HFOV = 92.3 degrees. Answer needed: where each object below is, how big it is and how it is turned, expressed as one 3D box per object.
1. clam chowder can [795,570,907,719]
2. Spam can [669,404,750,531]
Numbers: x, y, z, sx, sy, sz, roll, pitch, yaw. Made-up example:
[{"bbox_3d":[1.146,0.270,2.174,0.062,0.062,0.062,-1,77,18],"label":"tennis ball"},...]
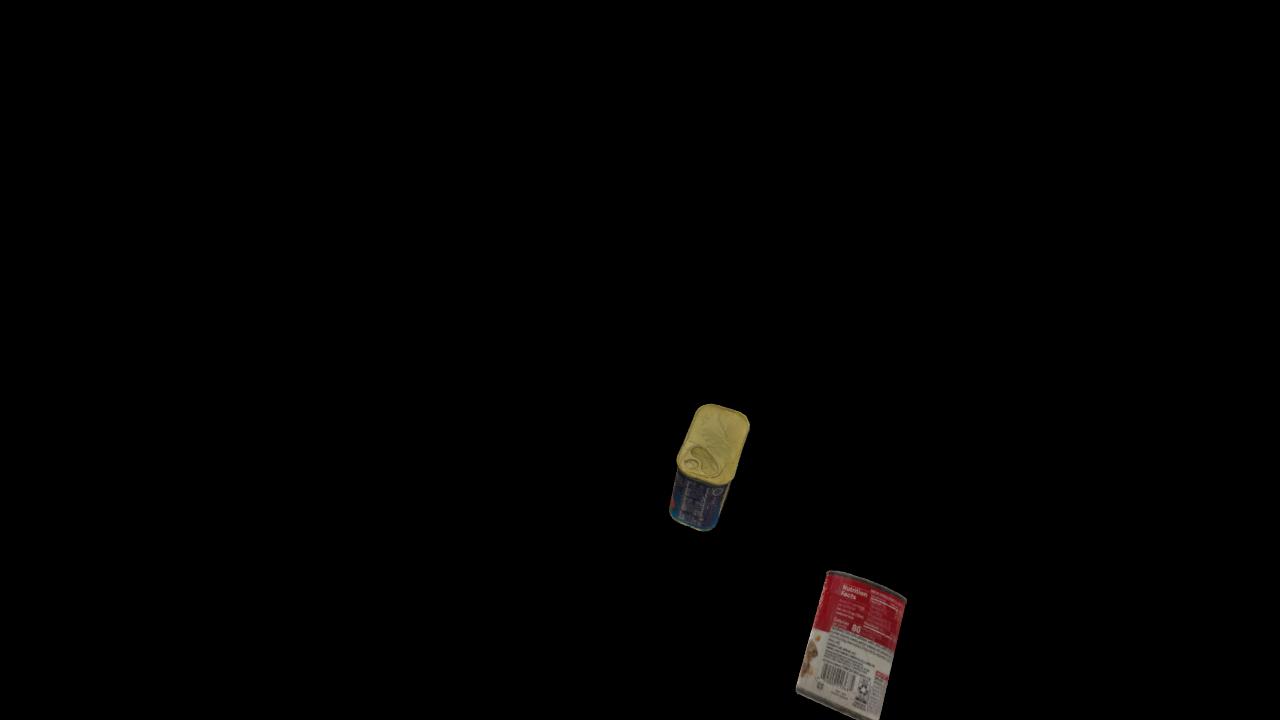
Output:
[{"bbox_3d":[0.176,0.238,0.512,0.068,0.102,0.068,20,-22,9],"label":"clam chowder can"},{"bbox_3d":[0.070,0.111,0.633,0.058,0.085,0.101,17,43,12],"label":"Spam can"}]
